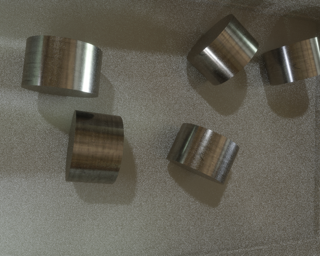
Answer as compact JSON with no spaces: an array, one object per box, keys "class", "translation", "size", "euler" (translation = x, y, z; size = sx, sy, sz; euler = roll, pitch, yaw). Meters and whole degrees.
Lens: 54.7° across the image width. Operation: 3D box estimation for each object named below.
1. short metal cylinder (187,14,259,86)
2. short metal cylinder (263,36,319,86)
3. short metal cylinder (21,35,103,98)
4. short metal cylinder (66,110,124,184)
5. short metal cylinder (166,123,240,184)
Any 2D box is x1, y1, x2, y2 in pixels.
[{"class":"short metal cylinder","translation":[0.082,-0.103,0.411],"size":[0.050,0.080,0.080],"euler":[42,77,-15]},{"class":"short metal cylinder","translation":[0.197,-0.097,0.454],"size":[0.081,0.080,0.050],"euler":[-18,96,-19]},{"class":"short metal cylinder","translation":[-0.106,-0.064,0.342],"size":[0.081,0.080,0.050],"euler":[6,88,-20]},{"class":"short metal cylinder","translation":[-0.076,0.022,0.353],"size":[0.050,0.080,0.080],"euler":[8,88,-20]},{"class":"short metal cylinder","translation":[0.055,0.034,0.401],"size":[0.080,0.080,0.050],"euler":[28,81,-18]}]
